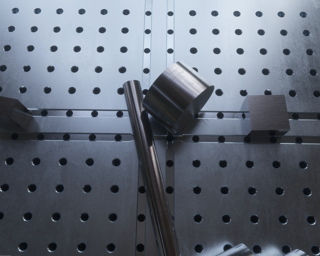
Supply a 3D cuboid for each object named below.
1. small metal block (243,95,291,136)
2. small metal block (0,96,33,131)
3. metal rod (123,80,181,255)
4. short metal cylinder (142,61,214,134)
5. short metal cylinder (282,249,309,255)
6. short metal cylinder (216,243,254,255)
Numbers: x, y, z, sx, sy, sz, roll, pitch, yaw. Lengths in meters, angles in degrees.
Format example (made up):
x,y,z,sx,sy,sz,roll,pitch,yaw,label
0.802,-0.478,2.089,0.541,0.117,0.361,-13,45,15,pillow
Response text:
x,y,z,sx,sy,sz,roll,pitch,yaw,label
0.143,-0.017,0.419,0.050,0.025,0.050,-1,70,-1,small metal block
-0.204,-0.020,0.404,0.050,0.050,0.025,10,71,4,small metal block
-0.006,0.076,0.383,0.025,0.025,0.299,-12,70,-5,metal rod
0.024,-0.038,0.397,0.050,0.080,0.080,42,75,13,short metal cylinder
0.142,0.175,0.319,0.050,0.080,0.080,-24,72,-8,short metal cylinder
0.082,0.169,0.321,0.050,0.080,0.080,-23,72,-8,short metal cylinder
